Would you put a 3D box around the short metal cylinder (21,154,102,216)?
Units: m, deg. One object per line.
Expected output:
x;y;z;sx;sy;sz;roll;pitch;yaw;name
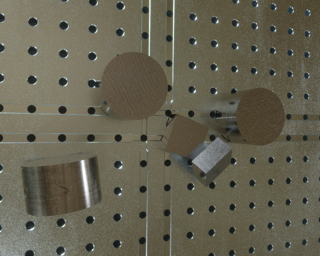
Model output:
-0.108;0.060;0.344;0.081;0.080;0.050;-7;93;-20;short metal cylinder

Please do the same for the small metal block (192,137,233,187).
0.071;0.047;0.424;0.050;0.050;0.025;-41;62;-15;small metal block

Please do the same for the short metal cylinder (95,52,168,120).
-0.037;-0.049;0.386;0.081;0.050;0.079;0;90;-20;short metal cylinder

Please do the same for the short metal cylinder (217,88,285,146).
0.130;-0.016;0.447;0.081;0.050;0.079;0;90;-20;short metal cylinder

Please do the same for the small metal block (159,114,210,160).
0.033;0.013;0.425;0.050;0.025;0.050;22;83;-19;small metal block
